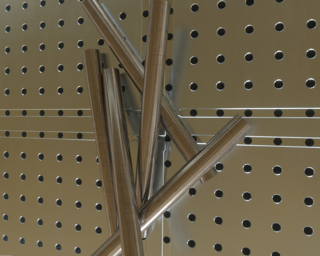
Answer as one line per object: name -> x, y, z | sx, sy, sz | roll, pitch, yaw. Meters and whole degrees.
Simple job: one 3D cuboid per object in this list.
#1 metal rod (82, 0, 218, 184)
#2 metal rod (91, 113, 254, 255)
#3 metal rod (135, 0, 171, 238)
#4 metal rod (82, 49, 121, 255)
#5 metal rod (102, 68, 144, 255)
metal rod -> -0.019, -0.058, 0.418 | 0.025, 0.025, 0.299 | -37, 79, 16
metal rod -> -0.004, 0.097, 0.383 | 0.299, 0.025, 0.025 | -46, 76, 12
metal rod -> -0.013, -0.002, 0.392 | 0.025, 0.025, 0.298 | 9, 102, 19
metal rod -> -0.076, 0.037, 0.437 | 0.025, 0.025, 0.298 | -10, 87, 19
metal rod -> -0.045, 0.060, 0.386 | 0.025, 0.025, 0.299 | -17, 69, 19
